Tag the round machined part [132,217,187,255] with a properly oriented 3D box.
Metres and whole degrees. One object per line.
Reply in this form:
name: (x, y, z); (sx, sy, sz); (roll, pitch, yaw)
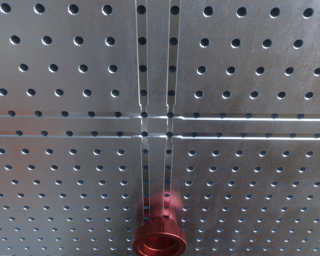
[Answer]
round machined part: (-0.001, 0.201, 0.571); (0.099, 0.042, 0.097); (0, 130, 0)
